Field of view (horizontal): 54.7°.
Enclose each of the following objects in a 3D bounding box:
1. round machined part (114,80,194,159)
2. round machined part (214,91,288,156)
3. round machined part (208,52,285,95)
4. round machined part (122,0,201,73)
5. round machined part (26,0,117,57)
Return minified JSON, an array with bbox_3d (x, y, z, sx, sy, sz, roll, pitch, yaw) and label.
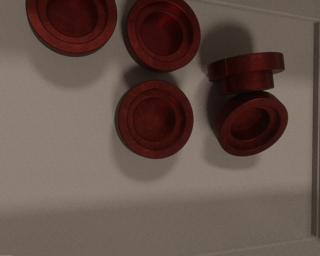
[{"bbox_3d":[-0.010,-0.011,0.399,0.099,0.042,0.097,0,90,-21],"label":"round machined part"},{"bbox_3d":[0.122,-0.010,0.432,0.099,0.042,0.097,-7,127,-9],"label":"round machined part"},{"bbox_3d":[0.115,-0.069,0.415,0.099,0.098,0.042,-7,92,-20],"label":"round machined part"},{"bbox_3d":[-0.001,-0.120,0.402,0.099,0.042,0.097,0,90,-21],"label":"round machined part"},{"bbox_3d":[-0.103,-0.132,0.364,0.099,0.042,0.097,0,90,-21],"label":"round machined part"}]
